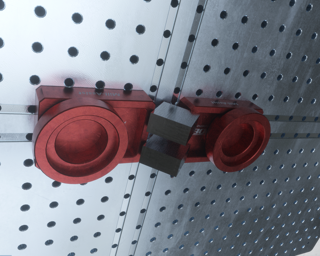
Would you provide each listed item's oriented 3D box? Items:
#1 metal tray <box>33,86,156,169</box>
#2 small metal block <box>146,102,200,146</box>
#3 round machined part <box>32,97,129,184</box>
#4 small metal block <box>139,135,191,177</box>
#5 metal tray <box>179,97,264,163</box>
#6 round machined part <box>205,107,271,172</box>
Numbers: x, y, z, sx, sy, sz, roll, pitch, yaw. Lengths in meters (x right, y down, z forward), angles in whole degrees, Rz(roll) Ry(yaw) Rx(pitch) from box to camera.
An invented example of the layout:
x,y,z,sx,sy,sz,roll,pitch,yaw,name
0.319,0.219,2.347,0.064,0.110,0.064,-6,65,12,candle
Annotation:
x,y,z,sx,sy,sz,roll,pitch,yaw,name
-0.078,0.000,0.367,0.131,0.030,0.089,-1,121,-28,metal tray
0.017,-0.007,0.382,0.050,0.050,0.025,20,115,11,small metal block
-0.088,0.010,0.342,0.099,0.042,0.097,-14,124,-21,round machined part
0.007,0.032,0.400,0.050,0.050,0.025,20,115,11,small metal block
0.081,0.004,0.455,0.131,0.030,0.089,0,118,-29,metal tray
0.108,0.013,0.450,0.099,0.042,0.097,-14,124,-21,round machined part
